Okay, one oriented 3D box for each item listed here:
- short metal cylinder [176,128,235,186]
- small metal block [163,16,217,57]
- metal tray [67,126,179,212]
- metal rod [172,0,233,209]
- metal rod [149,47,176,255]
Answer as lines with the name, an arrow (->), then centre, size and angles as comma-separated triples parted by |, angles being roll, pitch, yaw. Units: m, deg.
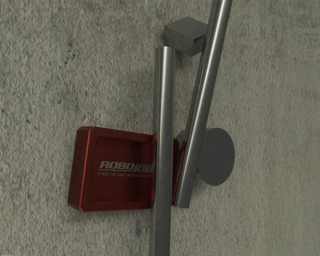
short metal cylinder -> 0.062, 0.039, 0.443 | 0.081, 0.050, 0.079 | 0, 90, -40
small metal block -> 0.040, -0.125, 0.420 | 0.050, 0.050, 0.025 | -34, 145, -35
metal tray -> -0.038, 0.050, 0.371 | 0.131, 0.030, 0.089 | 10, 84, -40
metal rod -> 0.056, -0.049, 0.392 | 0.025, 0.025, 0.298 | 13, 88, -40
metal rod -> 0.002, 0.055, 0.368 | 0.025, 0.025, 0.298 | 3, 88, -40
